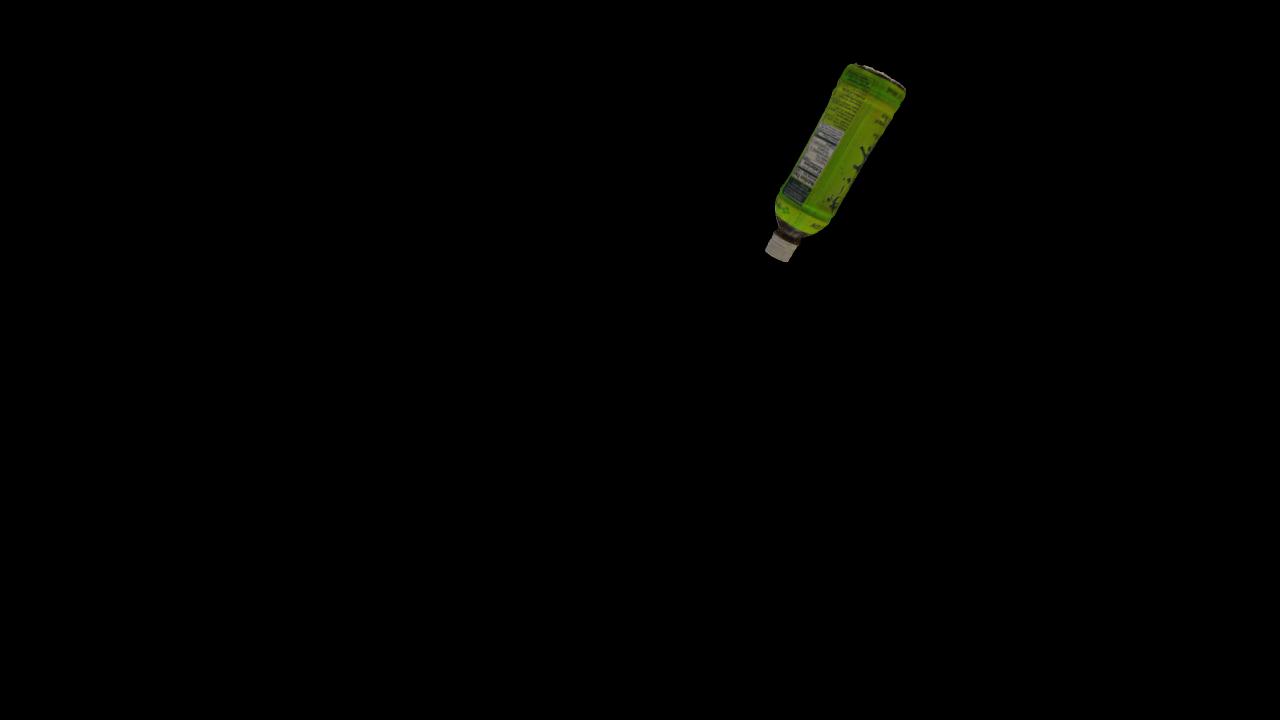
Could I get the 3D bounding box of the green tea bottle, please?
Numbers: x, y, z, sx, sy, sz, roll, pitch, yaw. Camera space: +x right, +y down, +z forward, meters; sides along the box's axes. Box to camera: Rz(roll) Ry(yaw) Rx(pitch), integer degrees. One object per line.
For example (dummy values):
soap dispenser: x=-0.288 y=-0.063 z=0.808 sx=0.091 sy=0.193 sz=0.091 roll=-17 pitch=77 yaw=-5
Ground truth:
green tea bottle: x=0.201 y=-0.207 z=0.674 sx=0.073 sy=0.212 sz=0.073 roll=23 pitch=25 yaw=-12
